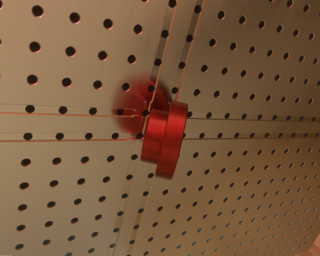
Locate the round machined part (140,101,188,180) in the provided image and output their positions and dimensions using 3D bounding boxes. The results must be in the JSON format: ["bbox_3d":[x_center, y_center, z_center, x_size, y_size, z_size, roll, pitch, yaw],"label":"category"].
[{"bbox_3d":[0.003,0.013,0.387,0.042,0.098,0.097,13,116,1],"label":"round machined part"}]
